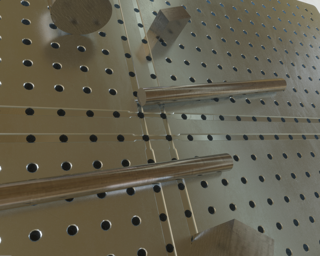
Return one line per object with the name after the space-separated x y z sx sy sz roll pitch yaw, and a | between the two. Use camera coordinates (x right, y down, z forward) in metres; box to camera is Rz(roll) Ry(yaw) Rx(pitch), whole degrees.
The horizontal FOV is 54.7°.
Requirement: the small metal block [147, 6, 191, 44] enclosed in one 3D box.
0.015 -0.168 0.504 0.050 0.050 0.025 -25 76 -37 | small metal block

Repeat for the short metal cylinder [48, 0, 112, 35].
-0.110 -0.174 0.420 0.081 0.080 0.050 -5 64 -31 | short metal cylinder

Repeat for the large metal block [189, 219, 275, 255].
0.067 0.150 0.319 0.050 0.080 0.080 30 52 -10 | large metal block

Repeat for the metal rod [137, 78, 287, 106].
0.101 -0.062 0.502 0.303 0.025 0.025 -9 66 -32 | metal rod

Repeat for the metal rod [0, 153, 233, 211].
-0.037 0.057 0.354 0.303 0.025 0.025 -4 64 -30 | metal rod
